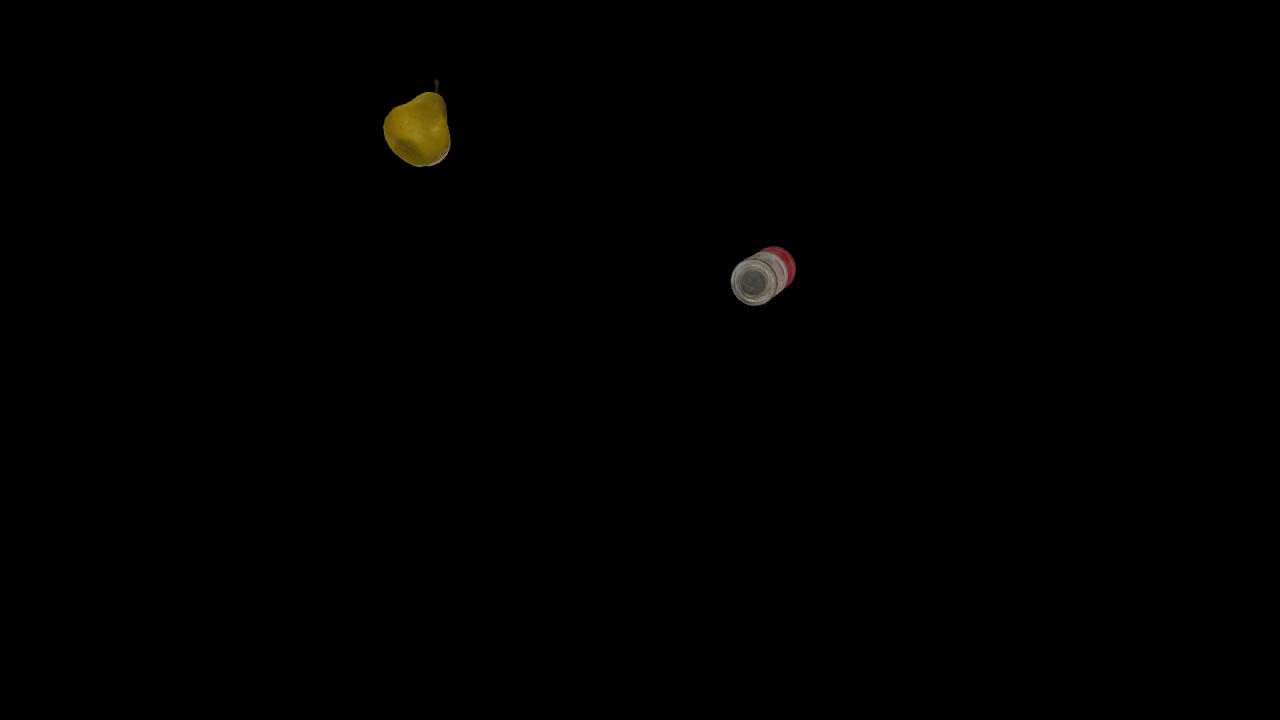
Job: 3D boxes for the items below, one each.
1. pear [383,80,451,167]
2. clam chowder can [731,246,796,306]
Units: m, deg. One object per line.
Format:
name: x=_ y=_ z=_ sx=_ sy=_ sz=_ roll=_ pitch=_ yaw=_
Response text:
pear: x=-0.268 y=-0.300 z=0.776 sx=0.080 sy=0.111 sz=0.080 roll=20 pitch=-24 yaw=9
clam chowder can: x=0.176 y=-0.120 z=0.873 sx=0.068 sy=0.068 sz=0.102 roll=0 pitch=18 yaw=28
